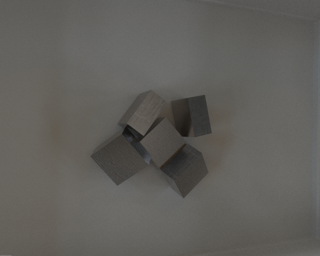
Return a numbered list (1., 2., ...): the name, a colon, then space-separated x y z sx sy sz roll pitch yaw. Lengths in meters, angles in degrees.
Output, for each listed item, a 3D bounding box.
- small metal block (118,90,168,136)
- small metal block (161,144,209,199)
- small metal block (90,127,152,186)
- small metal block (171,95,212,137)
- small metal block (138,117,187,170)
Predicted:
1. small metal block: -0.023 -0.018 0.387 0.025 0.050 0.050 38 78 -16
2. small metal block: 0.034 0.057 0.409 0.050 0.025 0.050 -43 141 -15
3. small metal block: -0.047 0.035 0.380 0.050 0.025 0.050 -35 104 17
4. small metal block: 0.041 -0.015 0.411 0.025 0.050 0.050 -12 94 -21
5. small metal block: 0.001 0.021 0.410 0.050 0.025 0.050 -44 104 -15
